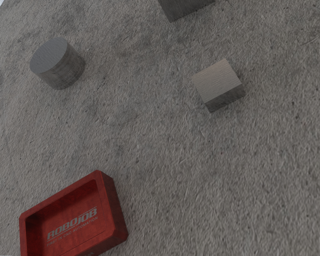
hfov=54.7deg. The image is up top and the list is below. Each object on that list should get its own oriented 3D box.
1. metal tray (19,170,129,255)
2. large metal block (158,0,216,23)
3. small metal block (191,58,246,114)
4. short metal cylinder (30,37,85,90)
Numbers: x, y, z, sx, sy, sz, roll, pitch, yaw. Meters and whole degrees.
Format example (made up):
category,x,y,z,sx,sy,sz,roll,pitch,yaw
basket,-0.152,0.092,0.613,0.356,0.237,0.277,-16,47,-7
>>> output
category,x,y,z,sx,sy,sz,roll,pitch,yaw
metal tray,-0.111,0.122,0.384,0.130,0.030,0.090,-30,52,8
large metal block,0.033,-0.228,0.491,0.080,0.080,0.050,-21,54,16
small metal block,0.074,-0.054,0.398,0.050,0.025,0.050,-28,52,10
short metal cylinder,-0.183,-0.115,0.555,0.080,0.050,0.080,-13,56,21
